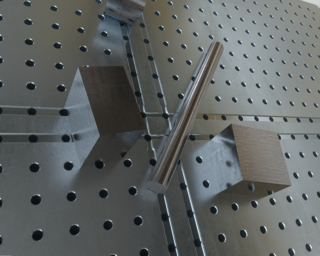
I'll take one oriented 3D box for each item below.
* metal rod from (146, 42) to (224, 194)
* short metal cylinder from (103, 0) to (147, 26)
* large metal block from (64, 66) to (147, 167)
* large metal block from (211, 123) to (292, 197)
[{"bbox_3d":[0.048,-0.036,0.455,0.025,0.025,0.301,32,51,-8],"label":"metal rod"},{"bbox_3d":[-0.049,-0.203,0.470,0.050,0.080,0.080,18,55,-18],"label":"short metal cylinder"},{"bbox_3d":[-0.065,-0.012,0.345,0.050,0.080,0.080,-8,66,-32],"label":"large metal block"},{"bbox_3d":[0.124,0.046,0.431,0.081,0.050,0.080,10,58,-23],"label":"large metal block"}]
